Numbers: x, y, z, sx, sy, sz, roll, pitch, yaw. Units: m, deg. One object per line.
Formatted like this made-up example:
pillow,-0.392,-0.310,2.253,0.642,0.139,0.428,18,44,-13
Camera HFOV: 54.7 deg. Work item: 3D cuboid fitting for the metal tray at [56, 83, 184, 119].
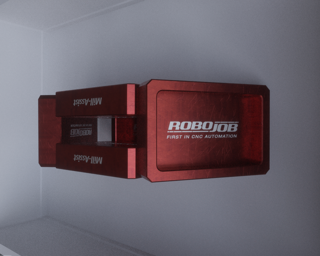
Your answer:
metal tray,-0.048,-0.027,0.362,0.130,0.091,0.030,1,90,40

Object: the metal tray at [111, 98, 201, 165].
metal tray,-0.009,0.003,0.410,0.130,0.030,0.089,0,90,39

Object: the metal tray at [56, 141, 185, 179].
metal tray,-0.048,0.033,0.363,0.130,0.091,0.030,0,90,39

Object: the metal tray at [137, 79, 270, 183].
metal tray,0.044,0.002,0.301,0.030,0.131,0.089,-179,88,-69

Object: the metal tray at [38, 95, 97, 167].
metal tray,-0.126,0.003,0.443,0.030,0.130,0.089,0,91,8
